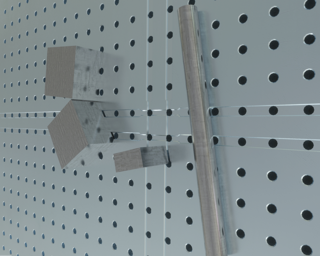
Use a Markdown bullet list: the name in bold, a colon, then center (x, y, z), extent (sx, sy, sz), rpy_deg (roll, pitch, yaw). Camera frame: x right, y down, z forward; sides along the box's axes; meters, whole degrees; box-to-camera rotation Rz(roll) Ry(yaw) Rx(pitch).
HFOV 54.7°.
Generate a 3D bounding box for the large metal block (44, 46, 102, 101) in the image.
- **large metal block**: center (-0.144, -0.089, 0.512), extent (0.080, 0.050, 0.079), rpy_deg (9, 96, 39)

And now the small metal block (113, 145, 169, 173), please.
- **small metal block**: center (-0.025, 0.041, 0.414), extent (0.050, 0.050, 0.025), rpy_deg (-16, 80, 39)

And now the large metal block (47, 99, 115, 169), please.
- **large metal block**: center (-0.129, 0.010, 0.500), extent (0.080, 0.050, 0.080), rpy_deg (-39, 66, 33)

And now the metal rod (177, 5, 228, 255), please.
- **metal rod**: center (0.049, 0.002, 0.368), extent (0.025, 0.025, 0.298), rpy_deg (-10, 83, 39)
